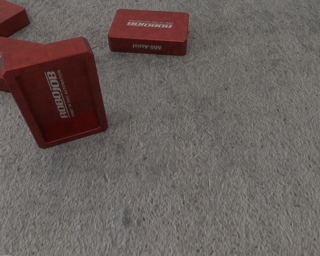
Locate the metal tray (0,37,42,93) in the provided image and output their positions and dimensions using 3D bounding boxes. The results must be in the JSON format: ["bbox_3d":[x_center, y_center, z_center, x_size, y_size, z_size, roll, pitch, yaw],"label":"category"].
[{"bbox_3d":[-0.257,-0.104,0.485,0.131,0.030,0.090,12,51,10],"label":"metal tray"}]

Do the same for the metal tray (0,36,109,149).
[{"bbox_3d":[-0.116,-0.036,0.364,0.091,0.129,0.030,-17,52,-14],"label":"metal tray"}]

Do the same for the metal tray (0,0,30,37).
[{"bbox_3d":[-0.321,-0.205,0.570,0.130,0.030,0.090,25,54,19],"label":"metal tray"}]

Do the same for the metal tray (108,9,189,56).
[{"bbox_3d":[-0.017,-0.169,0.541,0.131,0.030,0.090,5,50,3],"label":"metal tray"}]
